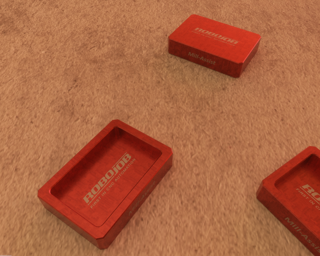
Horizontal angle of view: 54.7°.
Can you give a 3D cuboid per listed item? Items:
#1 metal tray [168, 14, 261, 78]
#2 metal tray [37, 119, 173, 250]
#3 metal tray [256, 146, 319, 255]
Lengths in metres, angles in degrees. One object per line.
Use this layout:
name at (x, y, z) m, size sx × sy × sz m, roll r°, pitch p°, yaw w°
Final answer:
metal tray at (0.090, -0.141, 0.520) m, size 0.130 × 0.030 × 0.090 m, roll 25°, pitch 54°, yaw 19°
metal tray at (-0.057, 0.056, 0.351) m, size 0.090 × 0.030 × 0.131 m, roll 28°, pitch 55°, yaw 21°
metal tray at (0.182, 0.088, 0.328) m, size 0.091 × 0.030 × 0.130 m, roll -29°, pitch 56°, yaw -22°
